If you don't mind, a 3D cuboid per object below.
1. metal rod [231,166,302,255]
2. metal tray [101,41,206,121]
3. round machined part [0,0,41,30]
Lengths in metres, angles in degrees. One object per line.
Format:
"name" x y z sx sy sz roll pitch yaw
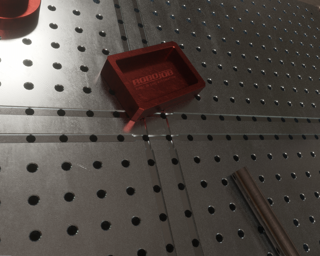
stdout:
"metal rod" 0.180 0.185 0.394 0.025 0.025 0.299 -18 71 -35
"metal tray" -0.006 -0.072 0.446 0.131 0.030 0.090 -25 75 -37
"round machined part" -0.204 -0.177 0.396 0.099 0.042 0.098 14 56 -21
